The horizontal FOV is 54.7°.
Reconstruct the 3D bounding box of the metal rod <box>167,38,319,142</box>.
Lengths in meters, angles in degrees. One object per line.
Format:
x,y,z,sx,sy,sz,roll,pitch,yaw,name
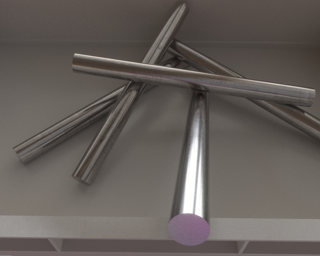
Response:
0.130,-0.049,0.428,0.300,0.025,0.025,35,58,19,metal rod

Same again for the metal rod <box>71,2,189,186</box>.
-0.028,-0.062,0.416,0.025,0.025,0.300,20,65,16,metal rod

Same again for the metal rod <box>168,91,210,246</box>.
0.039,0.001,0.322,0.025,0.025,0.301,7,24,6,metal rod

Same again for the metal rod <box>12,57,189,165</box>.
-0.059,-0.043,0.440,0.302,0.025,0.025,-35,58,-26,metal rod

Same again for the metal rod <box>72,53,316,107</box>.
0.043,-0.060,0.392,0.302,0.025,0.025,8,50,-1,metal rod
